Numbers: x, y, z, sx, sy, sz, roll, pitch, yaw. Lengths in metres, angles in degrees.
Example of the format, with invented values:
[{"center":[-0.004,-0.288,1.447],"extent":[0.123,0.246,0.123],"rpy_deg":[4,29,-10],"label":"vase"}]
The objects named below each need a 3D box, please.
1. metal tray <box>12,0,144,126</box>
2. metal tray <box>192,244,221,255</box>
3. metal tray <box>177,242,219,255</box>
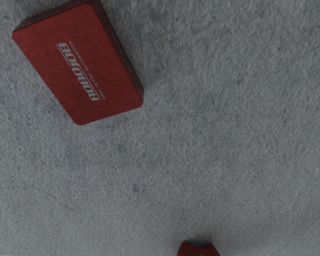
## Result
[{"center":[-0.083,-0.069,0.344],"extent":[0.090,0.030,0.130],"rpy_deg":[-16,129,13],"label":"metal tray"},{"center":[0.055,0.292,0.618],"extent":[0.131,0.030,0.089],"rpy_deg":[-19,133,-19],"label":"metal tray"},{"center":[0.099,0.282,0.610],"extent":[0.130,0.030,0.089],"rpy_deg":[15,134,21],"label":"metal tray"}]
